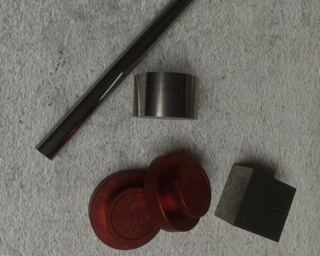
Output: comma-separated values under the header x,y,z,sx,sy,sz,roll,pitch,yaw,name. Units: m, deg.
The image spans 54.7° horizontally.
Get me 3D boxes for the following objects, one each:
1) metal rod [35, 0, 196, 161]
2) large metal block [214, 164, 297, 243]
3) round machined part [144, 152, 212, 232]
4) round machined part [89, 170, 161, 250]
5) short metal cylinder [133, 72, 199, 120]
x,y,z,sx,sy,sz,roll,pitch,yaw,name
-0.042,-0.083,0.393,0.025,0.025,0.300,43,76,-15,metal rod
0.137,0.107,0.447,0.080,0.050,0.080,25,82,-19,large metal block
0.029,0.078,0.386,0.098,0.042,0.098,24,58,-45,round machined part
-0.037,0.104,0.387,0.099,0.042,0.097,0,90,-20,round machined part
0.007,-0.037,0.383,0.081,0.080,0.050,3,89,-20,short metal cylinder
